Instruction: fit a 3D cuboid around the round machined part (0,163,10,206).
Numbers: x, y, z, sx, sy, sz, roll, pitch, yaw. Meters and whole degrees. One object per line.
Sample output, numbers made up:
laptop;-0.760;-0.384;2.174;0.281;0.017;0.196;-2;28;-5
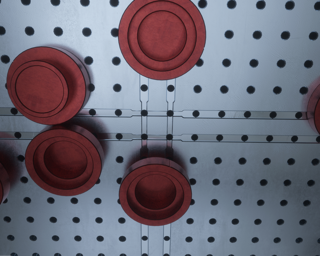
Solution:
round machined part;-0.257;0.072;0.429;0.099;0.042;0.097;0;110;0

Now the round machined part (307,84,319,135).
round machined part;0.248;-0.022;0.398;0.099;0.042;0.097;0;110;0

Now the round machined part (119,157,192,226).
round machined part;-0.006;0.084;0.435;0.099;0.042;0.097;0;110;0

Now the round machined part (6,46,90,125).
round machined part;-0.140;-0.050;0.381;0.099;0.042;0.097;0;106;1

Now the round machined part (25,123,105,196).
round machined part;-0.124;0.039;0.418;0.099;0.042;0.097;0;110;0

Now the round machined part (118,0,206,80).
round machined part;0.003;-0.108;0.364;0.099;0.042;0.097;0;110;0
